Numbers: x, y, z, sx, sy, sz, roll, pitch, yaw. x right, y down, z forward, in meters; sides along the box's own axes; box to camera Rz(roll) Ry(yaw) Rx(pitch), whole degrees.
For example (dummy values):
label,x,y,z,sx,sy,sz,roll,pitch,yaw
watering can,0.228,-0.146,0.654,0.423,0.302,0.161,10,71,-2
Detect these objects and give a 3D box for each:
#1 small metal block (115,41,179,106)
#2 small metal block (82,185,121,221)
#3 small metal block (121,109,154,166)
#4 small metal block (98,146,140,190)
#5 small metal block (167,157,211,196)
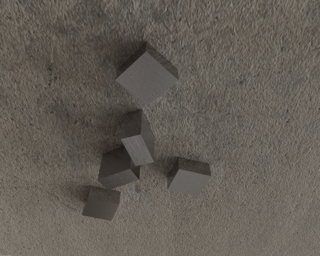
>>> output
label,x,y,z,sx,sy,sz,roll,pitch,yaw
small metal block,-0.015,-0.061,0.355,0.050,0.025,0.050,-37,121,27
small metal block,-0.097,0.125,0.513,0.050,0.025,0.050,16,128,-13
small metal block,-0.027,0.012,0.401,0.025,0.050,0.050,-14,129,11
small metal block,-0.056,0.054,0.436,0.050,0.050,0.025,-20,127,16
small metal block,0.043,0.074,0.471,0.050,0.025,0.050,14,129,-12
